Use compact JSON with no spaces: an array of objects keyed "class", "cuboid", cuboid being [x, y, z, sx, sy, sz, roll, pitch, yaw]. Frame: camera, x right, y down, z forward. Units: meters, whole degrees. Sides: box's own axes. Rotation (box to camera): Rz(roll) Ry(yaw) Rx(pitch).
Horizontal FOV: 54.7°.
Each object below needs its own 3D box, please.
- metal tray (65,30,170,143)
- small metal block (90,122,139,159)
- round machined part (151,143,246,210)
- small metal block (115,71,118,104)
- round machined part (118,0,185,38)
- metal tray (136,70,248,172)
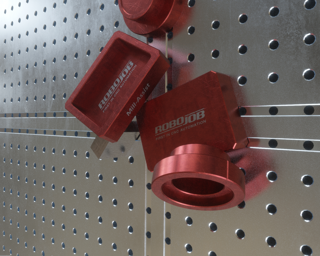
[{"class":"metal tray","cuboid":[-0.059,-0.057,0.413,0.090,0.030,0.130,35,90,33]},{"class":"small metal block","cuboid":[-0.064,0.017,0.446,0.025,0.050,0.050,48,118,29]},{"class":"round machined part","cuboid":[0.042,0.052,0.337,0.098,0.098,0.042,-22,45,38]},{"class":"small metal block","cuboid":[-0.060,-0.064,0.459,0.050,0.025,0.050,39,114,33]},{"class":"round machined part","cuboid":[-0.018,-0.174,0.413,0.098,0.042,0.097,0,90,40]},{"class":"metal tray","cuboid":[0.032,-0.003,0.380,0.130,0.030,0.090,-22,76,38]}]
